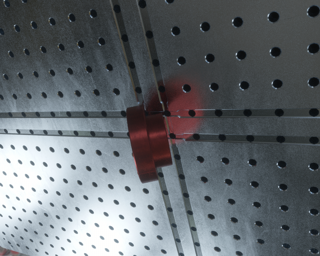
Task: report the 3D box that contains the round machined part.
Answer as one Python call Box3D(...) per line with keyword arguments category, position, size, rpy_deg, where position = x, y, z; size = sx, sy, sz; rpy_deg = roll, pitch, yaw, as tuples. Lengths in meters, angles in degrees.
Box3D(category="round machined part", position=(-0.011, 0.018, 0.394), size=(0.042, 0.098, 0.097), rpy_deg=(-12, 117, -1))
